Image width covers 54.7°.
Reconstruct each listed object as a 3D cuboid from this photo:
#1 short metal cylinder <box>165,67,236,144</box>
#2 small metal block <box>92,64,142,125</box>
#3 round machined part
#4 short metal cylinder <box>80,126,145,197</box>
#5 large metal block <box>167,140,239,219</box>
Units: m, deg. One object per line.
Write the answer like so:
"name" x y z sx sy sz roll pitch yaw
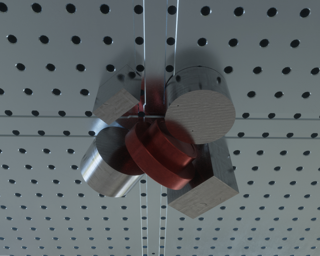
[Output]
"short metal cylinder" 0.046 -0.026 0.373 0.081 0.050 0.079 0 130 0
"small metal block" -0.049 -0.039 0.361 0.050 0.050 0.025 -34 122 25
"round machined part" 0.008 0.025 0.386 0.098 0.098 0.042 34 110 -26
"short metal cylinder" -0.058 0.044 0.412 0.080 0.080 0.050 25 126 -20
"large metal block" 0.056 0.067 0.434 0.050 0.080 0.080 36 121 -27
